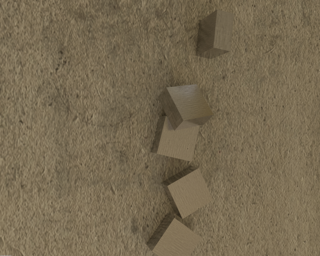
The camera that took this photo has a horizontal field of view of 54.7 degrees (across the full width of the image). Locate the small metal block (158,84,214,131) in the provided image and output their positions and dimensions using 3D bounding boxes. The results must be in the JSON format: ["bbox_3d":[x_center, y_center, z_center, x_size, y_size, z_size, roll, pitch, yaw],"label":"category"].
[{"bbox_3d":[0.034,-0.028,0.404,0.050,0.025,0.050,-11,65,-34],"label":"small metal block"}]

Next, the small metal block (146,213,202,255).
[{"bbox_3d":[0.019,0.152,0.416,0.050,0.025,0.050,40,77,-16],"label":"small metal block"}]

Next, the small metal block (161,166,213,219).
[{"bbox_3d":[0.037,0.087,0.423,0.050,0.025,0.050,-27,99,-18],"label":"small metal block"}]

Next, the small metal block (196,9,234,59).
[{"bbox_3d":[0.074,-0.126,0.423,0.025,0.050,0.050,7,88,-20],"label":"small metal block"}]

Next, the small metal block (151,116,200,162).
[{"bbox_3d":[0.020,0.015,0.416,0.050,0.025,0.050,15,85,-20],"label":"small metal block"}]
